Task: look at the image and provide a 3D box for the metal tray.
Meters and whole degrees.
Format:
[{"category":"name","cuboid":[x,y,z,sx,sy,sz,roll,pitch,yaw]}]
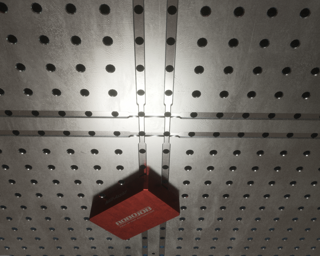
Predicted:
[{"category":"metal tray","cuboid":[-0.043,0.139,0.526,0.130,0.030,0.090,-32,124,24]}]
